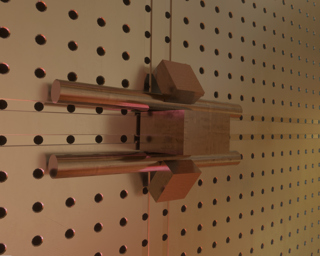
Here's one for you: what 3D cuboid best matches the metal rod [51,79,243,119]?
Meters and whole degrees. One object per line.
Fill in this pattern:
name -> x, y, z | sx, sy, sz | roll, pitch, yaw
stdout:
metal rod -> 0.010, -0.032, 0.412 | 0.302, 0.025, 0.025 | 3, 89, -40

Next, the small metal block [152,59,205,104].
small metal block -> 0.025, -0.060, 0.410 | 0.050, 0.025, 0.050 | 1, 55, -40

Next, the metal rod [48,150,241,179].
metal rod -> 0.007, 0.044, 0.411 | 0.302, 0.025, 0.025 | 3, 89, -40

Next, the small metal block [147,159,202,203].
small metal block -> 0.019, 0.069, 0.405 | 0.050, 0.025, 0.050 | 4, 125, -40

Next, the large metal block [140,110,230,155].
large metal block -> 0.031, 0.006, 0.394 | 0.081, 0.080, 0.050 | 2, 89, -40
